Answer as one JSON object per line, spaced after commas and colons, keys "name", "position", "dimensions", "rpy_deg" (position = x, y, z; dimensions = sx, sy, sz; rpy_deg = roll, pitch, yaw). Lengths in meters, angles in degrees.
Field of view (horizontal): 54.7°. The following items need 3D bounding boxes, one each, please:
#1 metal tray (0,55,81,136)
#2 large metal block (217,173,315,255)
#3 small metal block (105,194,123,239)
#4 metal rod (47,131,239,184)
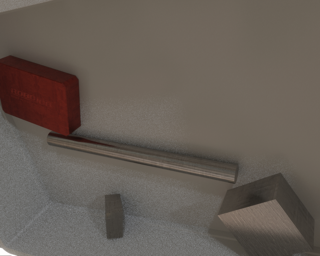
{"name": "metal tray", "position": [-0.185, -0.049, 0.470], "dimensions": [0.130, 0.030, 0.089], "rpy_deg": [19, 126, 16]}
{"name": "large metal block", "position": [0.134, 0.113, 0.391], "dimensions": [0.080, 0.050, 0.080], "rpy_deg": [-30, 102, 37]}
{"name": "small metal block", "position": [-0.077, 0.145, 0.512], "dimensions": [0.025, 0.050, 0.050], "rpy_deg": [-2, 112, -12]}
{"name": "metal rod", "position": [-0.040, 0.038, 0.451], "dimensions": [0.301, 0.025, 0.025], "rpy_deg": [9, 122, 23]}
